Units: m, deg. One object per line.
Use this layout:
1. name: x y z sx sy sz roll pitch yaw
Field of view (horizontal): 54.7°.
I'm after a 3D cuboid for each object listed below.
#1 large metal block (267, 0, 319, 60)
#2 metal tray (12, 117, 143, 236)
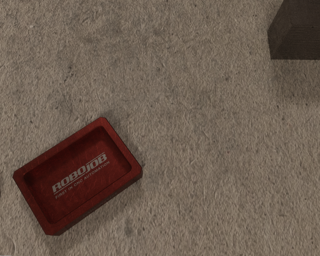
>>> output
1. large metal block: 0.206 -0.138 0.432 0.081 0.080 0.050 1 70 0
2. metal tray: -0.098 0.058 0.383 0.131 0.030 0.090 -34 74 -12
